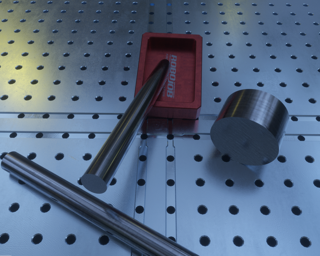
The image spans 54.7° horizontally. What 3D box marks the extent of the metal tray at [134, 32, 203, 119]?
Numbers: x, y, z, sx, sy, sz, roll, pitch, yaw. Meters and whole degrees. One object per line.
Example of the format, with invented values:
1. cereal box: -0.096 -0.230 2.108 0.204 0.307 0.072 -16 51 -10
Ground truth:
1. metal tray: 0.014 -0.078 0.450 0.091 0.030 0.130 3 64 2

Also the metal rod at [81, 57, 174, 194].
1. metal rod: -0.019 -0.036 0.394 0.025 0.025 0.301 12 38 10

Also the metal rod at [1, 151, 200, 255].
1. metal rod: -0.050 0.097 0.325 0.301 0.025 0.025 24 54 18

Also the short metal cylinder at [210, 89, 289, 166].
1. short metal cylinder: 0.108 0.000 0.373 0.080 0.080 0.050 22 53 17
